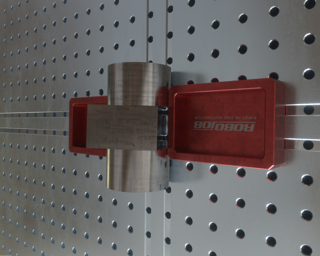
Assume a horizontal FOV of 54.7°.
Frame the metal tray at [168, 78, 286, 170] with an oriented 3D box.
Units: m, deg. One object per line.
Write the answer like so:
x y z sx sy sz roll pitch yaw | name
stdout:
0.069 -0.005 0.349 0.130 0.030 0.089 1 91 40 | metal tray

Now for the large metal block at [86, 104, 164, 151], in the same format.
-0.039 -0.001 0.387 0.080 0.080 0.050 2 91 6 | large metal block

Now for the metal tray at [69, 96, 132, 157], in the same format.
-0.091 -0.003 0.481 0.130 0.030 0.089 2 91 40 | metal tray

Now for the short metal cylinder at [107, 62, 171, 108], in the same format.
-0.026 -0.052 0.395 0.080 0.081 0.050 2 91 40 | short metal cylinder

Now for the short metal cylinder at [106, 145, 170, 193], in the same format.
-0.028 0.049 0.396 0.080 0.081 0.050 3 92 40 | short metal cylinder
